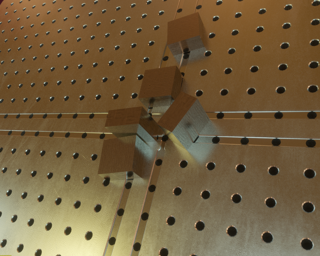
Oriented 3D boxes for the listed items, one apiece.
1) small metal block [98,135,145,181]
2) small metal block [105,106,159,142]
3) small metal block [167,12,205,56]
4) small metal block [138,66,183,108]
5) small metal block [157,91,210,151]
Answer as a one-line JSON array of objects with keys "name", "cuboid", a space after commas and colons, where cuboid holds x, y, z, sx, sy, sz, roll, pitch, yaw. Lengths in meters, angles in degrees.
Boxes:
[{"name": "small metal block", "cuboid": [-0.050, 0.040, 0.408, 0.050, 0.025, 0.050, -9, 58, 23]}, {"name": "small metal block", "cuboid": [-0.036, -0.003, 0.411, 0.050, 0.050, 0.025, -5, 60, 25]}, {"name": "small metal block", "cuboid": [0.039, -0.144, 0.475, 0.050, 0.025, 0.050, -11, 57, 21]}, {"name": "small metal block", "cuboid": [0.001, -0.058, 0.442, 0.050, 0.025, 0.050, -3, 60, 26]}, {"name": "small metal block", "cuboid": [0.030, -0.008, 0.380, 0.025, 0.050, 0.050, 30, 78, 37]}]
